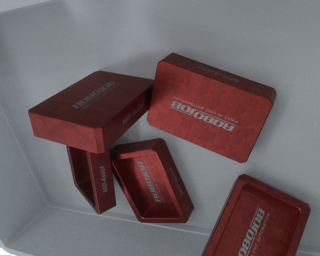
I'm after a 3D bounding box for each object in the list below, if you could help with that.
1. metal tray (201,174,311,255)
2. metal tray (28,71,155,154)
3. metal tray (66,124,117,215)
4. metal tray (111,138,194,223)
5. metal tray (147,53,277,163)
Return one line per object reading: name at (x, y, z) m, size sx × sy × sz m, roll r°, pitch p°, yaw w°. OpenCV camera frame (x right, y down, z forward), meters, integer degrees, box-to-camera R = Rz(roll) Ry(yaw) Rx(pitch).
metal tray at (0.110, 0.132, 0.367) m, size 0.090 × 0.130 × 0.030 m, roll 26°, pitch 160°, yaw 12°
metal tray at (-0.071, -0.026, 0.361) m, size 0.090 × 0.131 × 0.030 m, roll 13°, pitch 124°, yaw 21°
metal tray at (-0.107, 0.055, 0.468) m, size 0.090 × 0.030 × 0.129 m, roll 33°, pitch 135°, yaw 43°
metal tray at (-0.014, 0.083, 0.462) m, size 0.090 × 0.030 × 0.129 m, roll -11°, pitch 113°, yaw 32°
metal tray at (0.055, -0.023, 0.361) m, size 0.130 × 0.030 × 0.089 m, roll 23°, pitch 127°, yaw 14°
